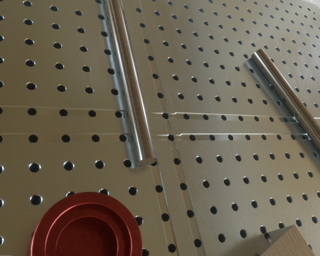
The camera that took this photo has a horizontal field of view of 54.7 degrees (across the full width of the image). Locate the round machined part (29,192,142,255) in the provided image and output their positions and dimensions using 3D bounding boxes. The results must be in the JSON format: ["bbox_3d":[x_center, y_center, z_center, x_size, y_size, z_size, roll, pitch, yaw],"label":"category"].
[{"bbox_3d":[-0.070,0.114,0.290,0.099,0.042,0.098,14,56,-21],"label":"round machined part"}]

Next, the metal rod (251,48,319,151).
[{"bbox_3d":[0.260,-0.020,0.559,0.025,0.025,0.299,-20,72,-35],"label":"metal rod"}]

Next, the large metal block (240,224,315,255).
[{"bbox_3d":[0.142,0.174,0.363,0.081,0.050,0.080,-21,73,-36],"label":"large metal block"}]

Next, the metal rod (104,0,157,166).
[{"bbox_3d":[-0.049,-0.091,0.437,0.025,0.025,0.299,0,62,-28],"label":"metal rod"}]
